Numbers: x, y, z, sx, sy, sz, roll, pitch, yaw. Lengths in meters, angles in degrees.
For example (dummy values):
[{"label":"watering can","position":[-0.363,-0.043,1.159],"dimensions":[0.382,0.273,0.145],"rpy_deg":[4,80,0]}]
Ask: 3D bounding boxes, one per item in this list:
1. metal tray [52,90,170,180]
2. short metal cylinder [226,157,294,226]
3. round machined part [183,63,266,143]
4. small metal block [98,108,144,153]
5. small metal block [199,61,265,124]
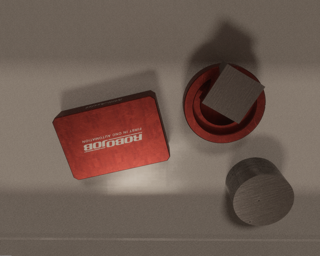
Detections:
[{"label":"metal tray","position":[-0.060,0.010,0.404],"dimensions":[0.131,0.030,0.089],"rpy_deg":[-13,110,4]},{"label":"short metal cylinder","position":[0.137,0.088,0.432],"dimensions":[0.081,0.050,0.079],"rpy_deg":[0,110,-1]},{"label":"round machined part","position":[0.078,-0.033,0.391],"dimensions":[0.099,0.042,0.097],"rpy_deg":[0,110,-1]},{"label":"small metal block","position":[-0.051,0.003,0.412],"dimensions":[0.050,0.025,0.050],"rpy_deg":[-14,110,4]},{"label":"small metal block","position":[0.081,-0.041,0.353],"dimensions":[0.050,0.025,0.050],"rpy_deg":[28,107,-11]}]
